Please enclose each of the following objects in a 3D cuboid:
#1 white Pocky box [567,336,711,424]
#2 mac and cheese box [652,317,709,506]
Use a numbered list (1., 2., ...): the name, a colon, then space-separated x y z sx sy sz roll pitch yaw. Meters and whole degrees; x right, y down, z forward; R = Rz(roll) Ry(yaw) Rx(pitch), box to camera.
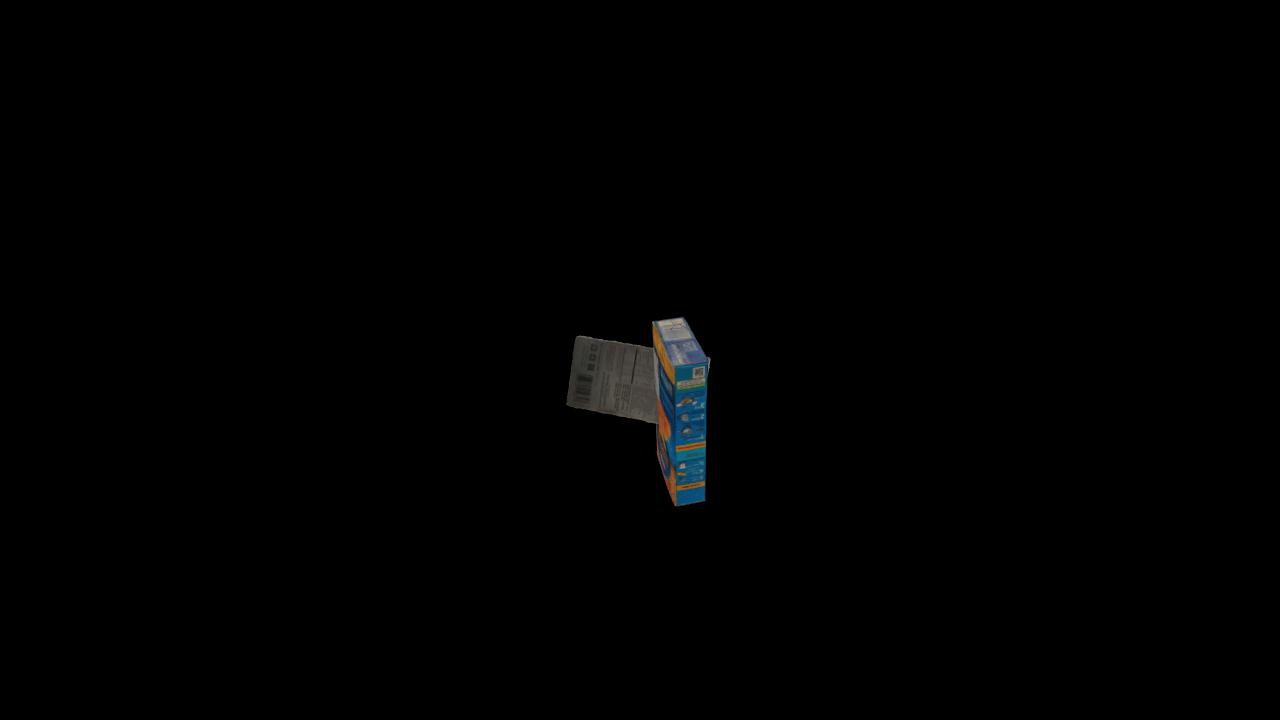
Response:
1. white Pocky box: -0.003 0.025 0.689 0.154 0.084 0.028 10 3 14
2. mac and cheese box: 0.042 0.056 0.651 0.041 0.184 0.093 -9 33 -9
